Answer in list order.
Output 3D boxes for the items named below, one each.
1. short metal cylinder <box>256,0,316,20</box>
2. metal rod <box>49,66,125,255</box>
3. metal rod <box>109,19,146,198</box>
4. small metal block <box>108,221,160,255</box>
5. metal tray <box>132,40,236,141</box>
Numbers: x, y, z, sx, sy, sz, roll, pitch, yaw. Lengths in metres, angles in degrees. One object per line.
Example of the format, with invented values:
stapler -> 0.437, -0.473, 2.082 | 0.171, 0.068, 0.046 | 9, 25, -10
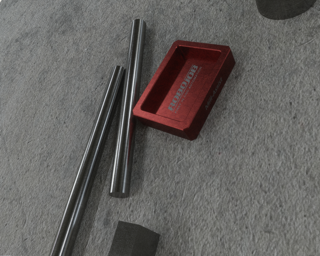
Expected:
short metal cylinder -> 0.169, -0.194, 0.418 | 0.080, 0.050, 0.080 | -13, 56, 20
metal rod -> -0.094, 0.040, 0.426 | 0.025, 0.025, 0.300 | -1, 61, 27
metal rod -> -0.043, -0.047, 0.453 | 0.025, 0.025, 0.299 | -10, 57, 22
small metal block -> -0.027, 0.129, 0.322 | 0.025, 0.050, 0.050 | 2, 63, 29
metal tray -> 0.033, -0.055, 0.416 | 0.090, 0.030, 0.130 | 18, 71, 34
